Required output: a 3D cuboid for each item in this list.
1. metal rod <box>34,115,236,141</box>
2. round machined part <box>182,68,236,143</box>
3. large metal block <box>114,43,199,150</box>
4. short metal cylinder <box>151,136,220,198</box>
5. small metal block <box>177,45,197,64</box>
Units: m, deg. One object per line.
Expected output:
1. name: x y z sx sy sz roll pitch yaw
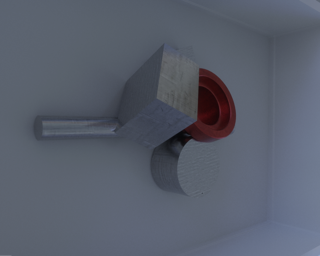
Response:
1. metal rod: -0.004 -0.001 0.401 0.302 0.025 0.025 0 90 -40
2. round machined part: 0.054 -0.027 0.416 0.099 0.042 0.098 16 63 -34
3. large metal block: -0.002 -0.033 0.350 0.050 0.080 0.080 27 50 -26
4. short metal cylinder: 0.035 0.050 0.419 0.081 0.050 0.079 0 90 -40
5. small metal block: 0.025 -0.082 0.428 0.050 0.025 0.050 -27 107 -37
